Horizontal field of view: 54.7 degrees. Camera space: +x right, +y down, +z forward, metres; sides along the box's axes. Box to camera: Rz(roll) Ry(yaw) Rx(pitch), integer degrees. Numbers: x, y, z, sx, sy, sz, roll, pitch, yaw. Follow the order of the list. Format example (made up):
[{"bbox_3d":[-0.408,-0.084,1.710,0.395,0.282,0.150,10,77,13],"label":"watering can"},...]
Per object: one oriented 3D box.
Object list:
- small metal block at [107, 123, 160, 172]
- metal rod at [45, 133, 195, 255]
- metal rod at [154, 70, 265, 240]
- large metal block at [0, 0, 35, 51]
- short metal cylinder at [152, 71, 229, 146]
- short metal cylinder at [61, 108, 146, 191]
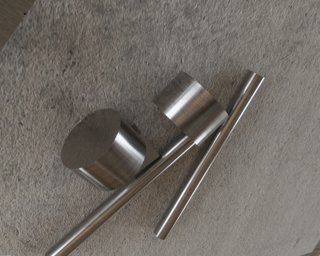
[{"bbox_3d":[-0.037,0.031,0.406,0.050,0.025,0.050,-38,130,-3],"label":"small metal block"},{"bbox_3d":[-0.041,0.086,0.437,0.300,0.025,0.025,-41,130,0],"label":"metal rod"},{"bbox_3d":[0.069,0.051,0.475,0.025,0.025,0.298,16,110,-35],"label":"metal rod"},{"bbox_3d":[-0.158,-0.100,0.242,0.080,0.050,0.080,32,100,-38],"label":"large metal block"},{"bbox_3d":[0.036,-0.023,0.377,0.050,0.080,0.080,-45,129,3],"label":"short metal cylinder"},{"bbox_3d":[-0.063,0.024,0.352,0.080,0.080,0.050,-40,129,-1],"label":"short metal cylinder"}]
